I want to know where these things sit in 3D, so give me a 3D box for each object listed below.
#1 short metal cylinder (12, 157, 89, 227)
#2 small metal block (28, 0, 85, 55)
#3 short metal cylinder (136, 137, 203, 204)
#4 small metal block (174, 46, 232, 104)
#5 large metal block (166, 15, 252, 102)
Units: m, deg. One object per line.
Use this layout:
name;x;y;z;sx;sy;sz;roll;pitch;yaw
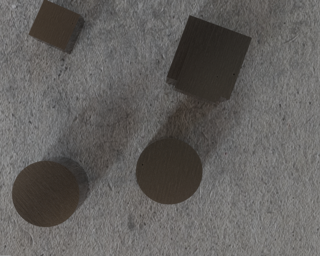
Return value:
short metal cylinder;-0.137;0.079;0.396;0.081;0.050;0.079;0;90;-1
small metal block;-0.135;-0.132;0.408;0.050;0.025;0.050;24;90;-1
short metal cylinder;0.011;0.052;0.398;0.081;0.050;0.079;0;90;-1
small metal block;0.049;-0.060;0.361;0.050;0.025;0.050;21;90;-1
large metal block;0.060;-0.085;0.398;0.080;0.050;0.080;20;90;-1
